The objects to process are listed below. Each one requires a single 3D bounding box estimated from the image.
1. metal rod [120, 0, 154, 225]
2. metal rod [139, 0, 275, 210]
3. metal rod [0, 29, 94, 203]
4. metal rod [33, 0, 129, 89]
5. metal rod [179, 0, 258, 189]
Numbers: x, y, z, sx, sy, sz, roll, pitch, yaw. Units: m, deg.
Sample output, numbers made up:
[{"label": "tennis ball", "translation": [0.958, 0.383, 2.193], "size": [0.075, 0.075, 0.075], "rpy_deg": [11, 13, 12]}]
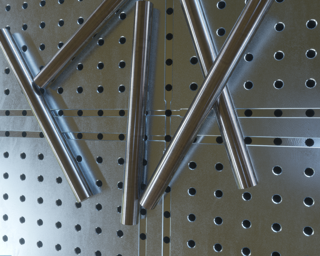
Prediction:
[{"label": "metal rod", "translation": [-0.031, -0.019, 0.422], "size": [0.025, 0.025, 0.298], "rpy_deg": [4, 91, 19]}, {"label": "metal rod", "translation": [0.048, -0.024, 0.371], "size": [0.025, 0.025, 0.298], "rpy_deg": [33, 109, 16]}, {"label": "metal rod", "translation": [-0.181, -0.025, 0.474], "size": [0.025, 0.025, 0.299], "rpy_deg": [-33, 80, 17]}, {"label": "metal rod", "translation": [-0.075, -0.166, 0.437], "size": [0.299, 0.025, 0.025], "rpy_deg": [-42, 77, 14]}, {"label": "metal rod", "translation": [0.065, -0.072, 0.389], "size": [0.025, 0.025, 0.298], "rpy_deg": [-18, 84, 19]}]
